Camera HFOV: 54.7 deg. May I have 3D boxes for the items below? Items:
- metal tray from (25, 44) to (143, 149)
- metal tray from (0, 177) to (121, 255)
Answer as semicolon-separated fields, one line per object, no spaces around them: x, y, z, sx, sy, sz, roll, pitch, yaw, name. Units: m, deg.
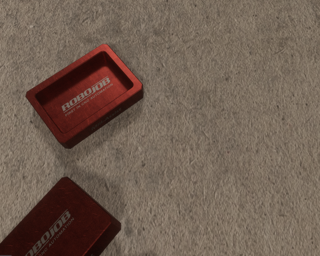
-0.099;-0.045;0.420;0.131;0.030;0.090;-37;74;-13;metal tray
-0.118;0.130;0.341;0.090;0.030;0.130;31;71;31;metal tray
